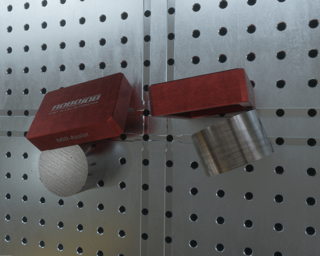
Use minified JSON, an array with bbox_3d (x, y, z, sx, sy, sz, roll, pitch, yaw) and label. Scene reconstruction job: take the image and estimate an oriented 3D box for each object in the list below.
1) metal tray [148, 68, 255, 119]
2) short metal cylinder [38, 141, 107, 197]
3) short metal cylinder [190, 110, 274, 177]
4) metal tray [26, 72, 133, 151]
[{"bbox_3d":[0.053,-0.032,0.338,0.090,0.130,0.030,-8,88,20],"label":"metal tray"},{"bbox_3d":[-0.124,0.053,0.443,0.080,0.050,0.079,0,90,20],"label":"short metal cylinder"},{"bbox_3d":[0.081,0.018,0.355,0.080,0.080,0.050,-24,82,18],"label":"short metal cylinder"},{"bbox_3d":[-0.107,-0.022,0.421,0.130,0.030,0.090,-11,46,19],"label":"metal tray"}]
